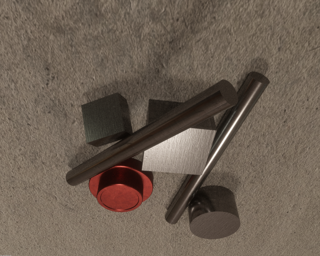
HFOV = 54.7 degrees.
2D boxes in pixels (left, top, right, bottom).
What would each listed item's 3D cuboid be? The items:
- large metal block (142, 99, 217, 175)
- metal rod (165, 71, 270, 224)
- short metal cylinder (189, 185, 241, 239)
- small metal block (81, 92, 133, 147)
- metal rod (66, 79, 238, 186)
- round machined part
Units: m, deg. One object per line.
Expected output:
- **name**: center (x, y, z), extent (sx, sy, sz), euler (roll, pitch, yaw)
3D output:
- **large metal block**: center (0.021, 0.013, 0.402), extent (0.081, 0.050, 0.079), euler (5, 130, -5)
- **metal rod**: center (0.068, 0.049, 0.450), extent (0.025, 0.025, 0.298), euler (14, 129, -12)
- **short metal cylinder**: center (0.087, 0.140, 0.512), extent (0.081, 0.050, 0.079), euler (0, 130, 0)
- **small metal block**: center (-0.065, -0.009, 0.378), extent (0.050, 0.050, 0.025), euler (-18, 160, 14)
- **metal rod**: center (-0.036, 0.023, 0.370), extent (0.025, 0.025, 0.299), euler (34, 139, -26)
- **round machined part**: center (-0.060, 0.092, 0.474), extent (0.099, 0.042, 0.097), euler (-1, 130, 0)
